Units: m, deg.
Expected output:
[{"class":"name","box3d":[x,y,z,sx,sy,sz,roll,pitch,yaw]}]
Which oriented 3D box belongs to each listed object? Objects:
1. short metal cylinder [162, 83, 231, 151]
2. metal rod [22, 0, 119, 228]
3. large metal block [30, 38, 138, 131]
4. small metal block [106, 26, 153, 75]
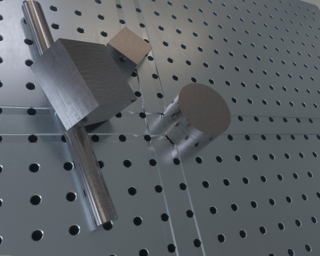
[{"class":"short metal cylinder","box3d":[0.049,-0.015,0.428,0.081,0.050,0.080,14,56,-21]},{"class":"metal rod","box3d":[-0.113,-0.031,0.366,0.025,0.025,0.299,-12,68,-33]},{"class":"large metal block","box3d":[-0.083,-0.050,0.352,0.080,0.050,0.080,59,25,4]},{"class":"small metal block","box3d":[-0.047,-0.113,0.452,0.050,0.025,0.050,36,51,-5]}]
